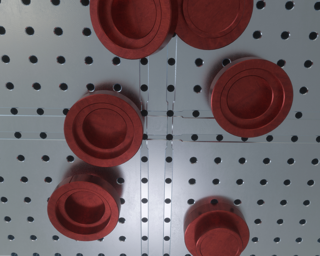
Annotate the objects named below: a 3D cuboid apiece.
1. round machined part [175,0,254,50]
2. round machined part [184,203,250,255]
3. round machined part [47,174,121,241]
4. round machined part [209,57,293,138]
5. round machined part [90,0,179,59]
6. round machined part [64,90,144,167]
[{"bbox_3d":[0.058,-0.139,0.354,0.099,0.042,0.097,0,110,0],"label":"round machined part"},{"bbox_3d":[0.086,0.166,0.466,0.099,0.042,0.097,0,110,0],"label":"round machined part"},{"bbox_3d":[-0.105,0.109,0.443,0.099,0.042,0.097,0,110,0],"label":"round machined part"},{"bbox_3d":[0.110,-0.040,0.390,0.099,0.042,0.097,0,110,0],"label":"round machined part"},{"bbox_3d":[-0.025,-0.129,0.344,0.098,0.042,0.097,9,114,22],"label":"round machined part"},{"bbox_3d":[-0.070,-0.002,0.403,0.099,0.042,0.097,0,110,0],"label":"round machined part"}]
